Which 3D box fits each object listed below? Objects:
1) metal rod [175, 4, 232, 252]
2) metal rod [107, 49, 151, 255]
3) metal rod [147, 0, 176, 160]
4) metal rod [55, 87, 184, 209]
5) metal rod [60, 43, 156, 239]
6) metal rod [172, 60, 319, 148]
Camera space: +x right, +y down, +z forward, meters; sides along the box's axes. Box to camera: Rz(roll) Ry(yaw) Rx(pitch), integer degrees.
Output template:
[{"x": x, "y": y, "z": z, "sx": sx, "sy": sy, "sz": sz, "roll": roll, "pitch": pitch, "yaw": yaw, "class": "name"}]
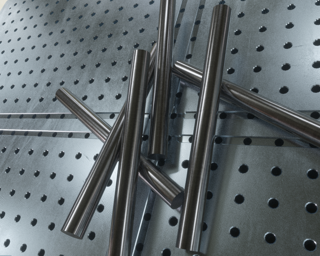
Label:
[{"x": 0.055, "y": -0.015, "z": 0.364, "sx": 0.025, "sy": 0.025, "sz": 0.299, "roll": 1, "pitch": 70, "yaw": 29, "class": "metal rod"}, {"x": -0.037, "y": 0.043, "z": 0.369, "sx": 0.025, "sy": 0.025, "sz": 0.299, "roll": -4, "pitch": 70, "yaw": 26, "class": "metal rod"}, {"x": 0.006, "y": -0.099, "z": 0.446, "sx": 0.025, "sy": 0.025, "sz": 0.299, "roll": -8, "pitch": 62, "yaw": 24, "class": "metal rod"}, {"x": -0.073, "y": 0.011, "z": 0.440, "sx": 0.025, "sy": 0.025, "sz": 0.300, "roll": -49, "pitch": 51, "yaw": -6, "class": "metal rod"}, {"x": -0.047, "y": -0.005, "z": 0.409, "sx": 0.025, "sy": 0.025, "sz": 0.300, "roll": 2, "pitch": 54, "yaw": 29, "class": "metal rod"}, {"x": 0.125, "y": -0.020, "z": 0.355, "sx": 0.300, "sy": 0.025, "sz": 0.025, "roll": 34, "pitch": 81, "yaw": 38, "class": "metal rod"}]
